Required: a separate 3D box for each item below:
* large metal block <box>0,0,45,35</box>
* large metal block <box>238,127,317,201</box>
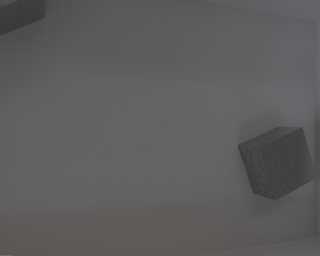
[{"bbox_3d":[-0.170,-0.134,0.318,0.080,0.080,0.050,-31,100,-17],"label":"large metal block"},{"bbox_3d":[0.174,0.050,0.461,0.081,0.050,0.080,-21,97,-19],"label":"large metal block"}]
